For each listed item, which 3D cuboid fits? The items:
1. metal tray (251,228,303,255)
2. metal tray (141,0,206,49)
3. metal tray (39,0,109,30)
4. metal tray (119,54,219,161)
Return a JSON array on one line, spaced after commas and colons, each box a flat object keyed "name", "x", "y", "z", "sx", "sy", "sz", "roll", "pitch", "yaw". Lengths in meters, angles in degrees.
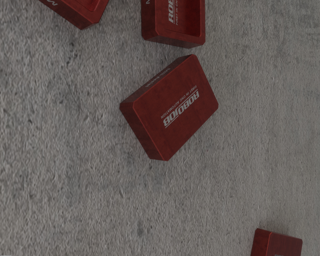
[{"name": "metal tray", "x": 0.221, "y": 0.246, "z": 0.587, "sx": 0.131, "sy": 0.030, "sz": 0.090, "roll": 24, "pitch": 75, "yaw": -37}, {"name": "metal tray", "x": 0.019, "y": -0.180, "z": 0.416, "sx": 0.091, "sy": 0.030, "sz": 0.129, "roll": -2, "pitch": 91, "yaw": -40}, {"name": "metal tray", "x": -0.106, "y": -0.174, "z": 0.311, "sx": 0.131, "sy": 0.030, "sz": 0.090, "roll": 31, "pitch": 71, "yaw": -36}, {"name": "metal tray", "x": 0.018, "y": -0.029, "z": 0.416, "sx": 0.131, "sy": 0.030, "sz": 0.090, "roll": -43, "pitch": 116, "yaw": -31}]
